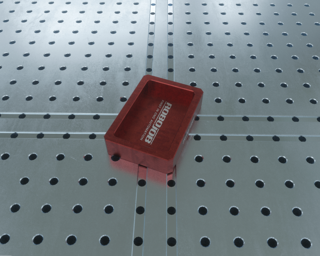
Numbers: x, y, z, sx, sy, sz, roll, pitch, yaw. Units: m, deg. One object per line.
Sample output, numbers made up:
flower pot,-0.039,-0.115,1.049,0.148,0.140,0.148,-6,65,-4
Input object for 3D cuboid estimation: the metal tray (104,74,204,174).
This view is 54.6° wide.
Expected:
metal tray,-0.004,-0.011,0.414,0.090,0.030,0.130,17,52,13
